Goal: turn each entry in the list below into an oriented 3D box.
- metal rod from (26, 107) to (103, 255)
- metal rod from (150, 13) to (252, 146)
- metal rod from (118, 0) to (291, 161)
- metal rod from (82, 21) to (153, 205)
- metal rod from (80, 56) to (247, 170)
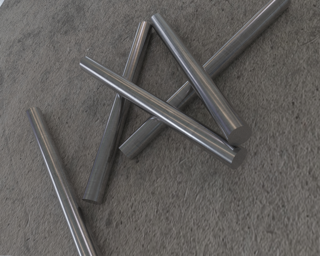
[{"bbox_3d":[-0.145,0.065,0.440,0.025,0.025,0.300,-40,51,1],"label":"metal rod"},{"bbox_3d":[0.036,-0.086,0.407,0.025,0.025,0.300,-32,42,8],"label":"metal rod"},{"bbox_3d":[0.061,-0.071,0.415,0.300,0.025,0.025,-44,51,-3],"label":"metal rod"},{"bbox_3d":[-0.055,-0.038,0.456,0.025,0.025,0.300,-1,61,28],"label":"metal rod"},{"bbox_3d":[-0.019,-0.036,0.402,0.300,0.025,0.025,34,81,38],"label":"metal rod"}]
